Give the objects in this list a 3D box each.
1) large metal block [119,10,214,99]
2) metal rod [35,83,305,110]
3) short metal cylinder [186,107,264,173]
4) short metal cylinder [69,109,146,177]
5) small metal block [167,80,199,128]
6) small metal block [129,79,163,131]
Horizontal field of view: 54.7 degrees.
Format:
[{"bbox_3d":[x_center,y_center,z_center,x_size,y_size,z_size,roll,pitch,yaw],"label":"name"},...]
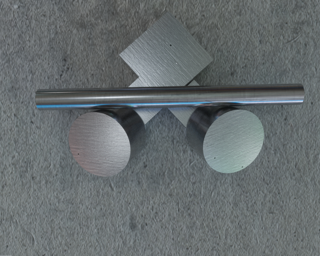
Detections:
[{"bbox_3d":[0.008,-0.085,0.397,0.080,0.050,0.080,-42,90,0],"label":"large metal block"},{"bbox_3d":[0.012,-0.036,0.359,0.302,0.025,0.025,-1,90,0],"label":"metal rod"},{"bbox_3d":[0.080,0.009,0.385,0.081,0.050,0.079,-6,110,-17],"label":"short metal cylinder"},{"bbox_3d":[-0.064,0.013,0.384,0.080,0.050,0.079,5,108,17],"label":"short metal cylinder"},{"bbox_3d":[0.043,-0.027,0.411,0.050,0.025,0.050,-43,90,0],"label":"small metal block"},{"bbox_3d":[-0.029,-0.029,0.411,0.050,0.025,0.050,-43,90,-1],"label":"small metal block"}]
